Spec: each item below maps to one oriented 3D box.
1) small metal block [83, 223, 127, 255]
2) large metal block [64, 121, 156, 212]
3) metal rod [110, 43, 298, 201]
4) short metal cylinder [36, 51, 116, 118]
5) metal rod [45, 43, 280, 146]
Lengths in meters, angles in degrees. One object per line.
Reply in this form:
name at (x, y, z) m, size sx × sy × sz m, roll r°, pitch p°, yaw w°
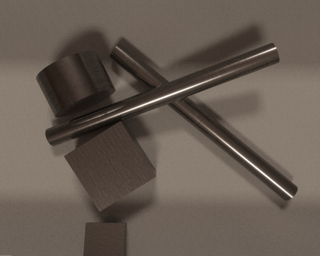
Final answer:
small metal block at (-0.071, 0.150, 0.404) m, size 0.050 × 0.025 × 0.050 m, roll 1°, pitch 74°, yaw -1°
large metal block at (-0.060, 0.046, 0.398) m, size 0.080 × 0.050 × 0.080 m, roll -32°, pitch 90°, yaw 0°
metal rod at (0.058, -0.008, 0.412) m, size 0.300 × 0.025 × 0.025 m, roll 39°, pitch 90°, yaw -1°
short metal cylinder at (-0.102, -0.053, 0.383) m, size 0.080 × 0.080 × 0.050 m, roll -26°, pitch 90°, yaw 0°
metal rod at (-0.004, -0.038, 0.387) m, size 0.301 × 0.025 × 0.025 m, roll -20°, pitch 90°, yaw 9°
